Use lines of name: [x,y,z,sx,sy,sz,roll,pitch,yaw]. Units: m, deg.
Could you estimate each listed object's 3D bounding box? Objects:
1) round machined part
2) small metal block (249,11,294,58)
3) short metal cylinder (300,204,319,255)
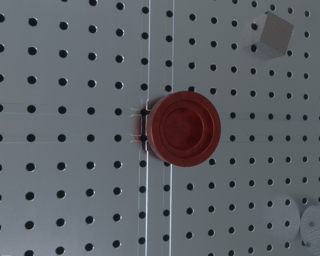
round machined part: [0.028,0.001,0.414,0.099,0.042,0.097,0,90,-20]
small metal block: [0.171,-0.142,0.476,0.050,0.025,0.050,21,83,-19]
short metal cylinder: [0.269,0.161,0.483,0.050,0.080,0.080,7,88,-20]
